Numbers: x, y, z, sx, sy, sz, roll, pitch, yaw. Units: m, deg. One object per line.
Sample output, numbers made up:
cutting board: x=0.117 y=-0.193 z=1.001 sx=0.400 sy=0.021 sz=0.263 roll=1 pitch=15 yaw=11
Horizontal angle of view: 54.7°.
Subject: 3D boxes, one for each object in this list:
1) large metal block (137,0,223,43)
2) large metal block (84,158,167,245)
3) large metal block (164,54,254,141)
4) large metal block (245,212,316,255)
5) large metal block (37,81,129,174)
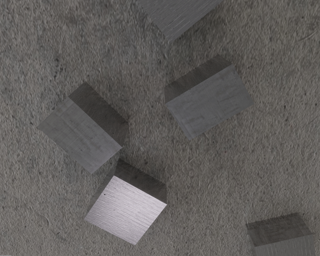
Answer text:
large metal block: x=0.018 y=-0.153 z=0.340 sx=0.080 sy=0.050 sz=0.080 roll=-37 pitch=106 yaw=12
large metal block: x=-0.046 y=0.103 z=0.434 sx=0.080 sy=0.050 sz=0.080 roll=31 pitch=107 yaw=-11
large metal block: x=0.053 y=-0.040 z=0.366 sx=0.080 sy=0.080 sz=0.050 roll=-30 pitch=107 yaw=10
large metal block: x=0.182 y=0.183 z=0.465 sx=0.080 sy=0.050 sz=0.080 roll=-15 pitch=110 yaw=5
large metal block: x=-0.088 y=-0.004 z=0.378 sx=0.050 sy=0.080 sz=0.080 roll=-41 pitch=105 yaw=14
